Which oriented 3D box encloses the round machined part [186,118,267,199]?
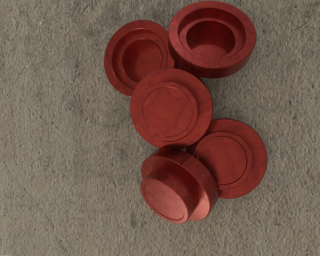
[{"bbox_3d":[0.077,0.037,0.373,0.098,0.042,0.097,0,90,19],"label":"round machined part"}]

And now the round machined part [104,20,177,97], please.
[{"bbox_3d":[-0.020,-0.087,0.407,0.098,0.042,0.097,0,90,19],"label":"round machined part"}]

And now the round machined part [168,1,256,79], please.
[{"bbox_3d":[0.059,-0.098,0.365,0.099,0.042,0.098,0,65,0],"label":"round machined part"}]

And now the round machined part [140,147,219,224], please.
[{"bbox_3d":[0.016,0.074,0.368,0.098,0.042,0.097,24,136,26],"label":"round machined part"}]

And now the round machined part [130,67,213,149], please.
[{"bbox_3d":[0.012,-0.021,0.361,0.098,0.042,0.097,2,101,11],"label":"round machined part"}]
